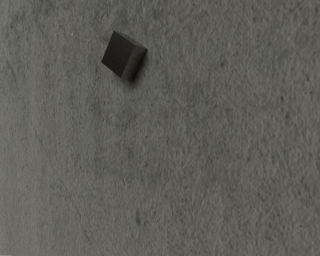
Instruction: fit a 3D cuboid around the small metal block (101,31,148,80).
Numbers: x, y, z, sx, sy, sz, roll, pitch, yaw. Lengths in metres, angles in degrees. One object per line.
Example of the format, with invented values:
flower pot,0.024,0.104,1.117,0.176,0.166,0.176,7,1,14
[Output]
small metal block,-0.052,-0.104,0.446,0.050,0.025,0.050,41,114,32
